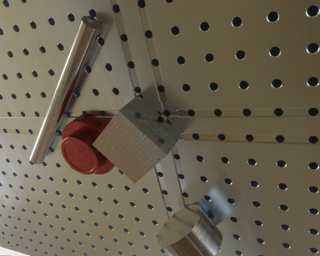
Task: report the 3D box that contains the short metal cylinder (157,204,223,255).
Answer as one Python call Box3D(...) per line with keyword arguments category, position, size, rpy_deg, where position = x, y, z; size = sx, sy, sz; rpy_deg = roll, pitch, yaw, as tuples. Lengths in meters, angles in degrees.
Box3D(category="short metal cylinder", position=(0.043, 0.158, 0.451), size=(0.080, 0.080, 0.050), rpy_deg=(-31, 101, 38))

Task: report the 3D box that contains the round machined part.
Box3D(category="round machined part", position=(-0.113, 0.033, 0.480), size=(0.098, 0.042, 0.097), rpy_deg=(13, 124, 21))

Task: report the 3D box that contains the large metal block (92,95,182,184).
Box3D(category="large metal block", position=(-0.032, 0.016, 0.422), size=(0.080, 0.050, 0.080), rpy_deg=(43, 129, -2))

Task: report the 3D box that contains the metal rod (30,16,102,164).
Box3D(category="metal rod", position=(-0.153, -0.036, 0.469), size=(0.025, 0.025, 0.298), rpy_deg=(39, 129, 2))
